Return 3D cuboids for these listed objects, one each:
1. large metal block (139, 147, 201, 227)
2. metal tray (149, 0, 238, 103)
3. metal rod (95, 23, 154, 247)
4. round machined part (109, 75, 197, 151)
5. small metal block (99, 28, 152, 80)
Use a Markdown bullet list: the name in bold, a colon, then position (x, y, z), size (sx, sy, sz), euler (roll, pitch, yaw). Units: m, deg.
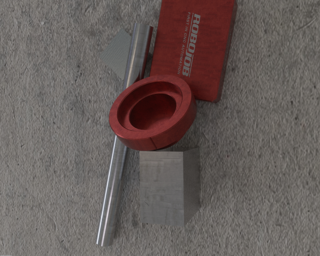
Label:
- **large metal block**: position (0.015, 0.065, 0.374), size (0.050, 0.080, 0.080), euler (-1, 90, 20)
- **metal tray**: position (0.040, -0.102, 0.392), size (0.090, 0.030, 0.129), euler (11, 94, 19)
- **metal rod**: position (-0.049, 0.016, 0.411), size (0.025, 0.025, 0.298), euler (15, 101, 19)
- **round machined part**: position (-0.005, -0.013, 0.357), size (0.098, 0.042, 0.098), euler (-13, 47, 14)
- **small metal block**: position (-0.046, -0.099, 0.425), size (0.050, 0.025, 0.050), euler (46, 104, 14)
